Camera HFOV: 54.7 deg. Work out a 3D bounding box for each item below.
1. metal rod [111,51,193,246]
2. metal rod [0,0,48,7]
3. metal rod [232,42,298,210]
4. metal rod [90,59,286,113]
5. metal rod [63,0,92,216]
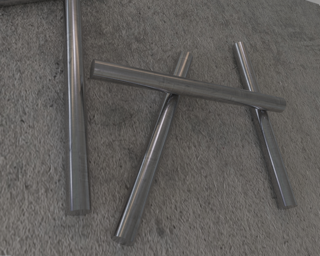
[{"bbox_3d":[0.001,0.001,0.403,0.025,0.025,0.300,28,52,-11],"label":"metal rod"},{"bbox_3d":[-0.194,-0.174,0.405,0.302,0.025,0.025,-29,78,-37],"label":"metal rod"},{"bbox_3d":[0.163,-0.020,0.503,0.025,0.025,0.299,7,59,-25],"label":"metal rod"},{"bbox_3d":[0.056,-0.053,0.432,0.302,0.025,0.025,7,59,-25],"label":"metal rod"},{"bbox_3d":[-0.103,-0.047,0.376,0.025,0.025,0.299,5,60,-26],"label":"metal rod"}]
